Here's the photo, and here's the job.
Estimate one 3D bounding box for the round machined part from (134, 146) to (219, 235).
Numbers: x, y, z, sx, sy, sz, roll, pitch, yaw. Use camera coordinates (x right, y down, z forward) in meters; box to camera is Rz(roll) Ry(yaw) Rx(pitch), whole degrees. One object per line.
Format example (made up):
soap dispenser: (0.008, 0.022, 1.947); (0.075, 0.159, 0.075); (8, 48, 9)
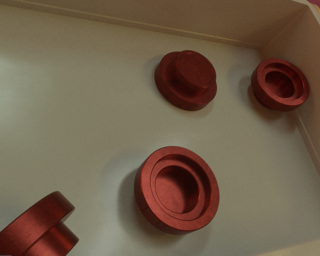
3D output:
round machined part: (0.016, 0.074, 0.358); (0.099, 0.042, 0.098); (14, 56, -21)

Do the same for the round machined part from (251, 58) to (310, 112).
round machined part: (0.203, -0.070, 0.538); (0.099, 0.042, 0.098); (6, 62, -12)

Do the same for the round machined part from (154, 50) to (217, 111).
round machined part: (0.045, -0.078, 0.466); (0.099, 0.042, 0.098); (14, 56, -21)

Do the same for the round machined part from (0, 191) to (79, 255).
round machined part: (-0.103, 0.100, 0.242); (0.042, 0.097, 0.099); (45, 51, 2)
